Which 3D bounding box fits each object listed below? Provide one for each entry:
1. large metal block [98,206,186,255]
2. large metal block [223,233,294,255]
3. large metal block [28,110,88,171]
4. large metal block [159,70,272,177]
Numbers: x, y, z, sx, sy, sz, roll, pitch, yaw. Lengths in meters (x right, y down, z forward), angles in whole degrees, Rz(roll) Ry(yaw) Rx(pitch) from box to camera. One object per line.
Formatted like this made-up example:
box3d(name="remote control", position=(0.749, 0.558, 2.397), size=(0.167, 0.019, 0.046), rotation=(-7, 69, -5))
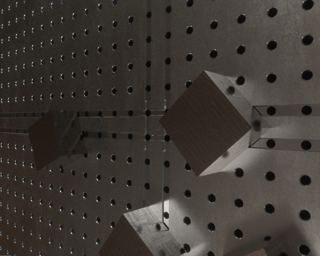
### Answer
box3d(name="large metal block", position=(-0.026, 0.166, 0.413), size=(0.080, 0.050, 0.080), rotation=(45, 117, 30))
box3d(name="large metal block", position=(0.100, 0.164, 0.310), size=(0.080, 0.050, 0.080), rotation=(-39, 67, 33))
box3d(name="large metal block", position=(-0.179, 0.022, 0.538), size=(0.080, 0.050, 0.080), rotation=(-29, 72, 36))
box3d(name="large metal block", position=(0.058, -0.004, 0.344), size=(0.080, 0.050, 0.080), rotation=(-48, 62, 29))
